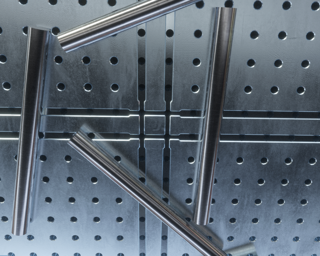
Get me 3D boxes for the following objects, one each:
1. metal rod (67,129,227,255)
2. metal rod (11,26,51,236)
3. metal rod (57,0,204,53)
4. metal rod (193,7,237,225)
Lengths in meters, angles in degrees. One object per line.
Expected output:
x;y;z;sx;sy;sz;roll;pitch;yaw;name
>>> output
-0.010;0.110;0.453;0.300;0.025;0.025;43;104;-15;metal rod
-0.177;0.018;0.417;0.025;0.025;0.298;12;110;-5;metal rod
0.025;-0.152;0.357;0.301;0.025;0.025;-19;109;6;metal rod
0.069;-0.001;0.413;0.025;0.025;0.298;3;110;-2;metal rod
